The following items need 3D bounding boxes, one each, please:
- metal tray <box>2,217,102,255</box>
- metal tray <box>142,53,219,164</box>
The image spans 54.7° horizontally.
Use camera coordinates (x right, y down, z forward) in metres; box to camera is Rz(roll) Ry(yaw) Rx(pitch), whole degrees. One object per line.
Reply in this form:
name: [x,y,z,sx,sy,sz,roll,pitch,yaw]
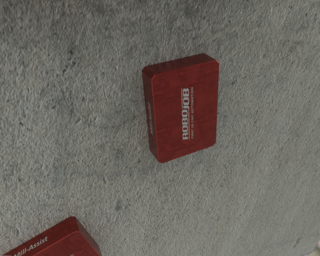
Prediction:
metal tray: [-0.158,0.191,0.435,0.131,0.030,0.090,-29,128,-10]
metal tray: [0.029,-0.024,0.405,0.091,0.030,0.129,-17,125,-19]
